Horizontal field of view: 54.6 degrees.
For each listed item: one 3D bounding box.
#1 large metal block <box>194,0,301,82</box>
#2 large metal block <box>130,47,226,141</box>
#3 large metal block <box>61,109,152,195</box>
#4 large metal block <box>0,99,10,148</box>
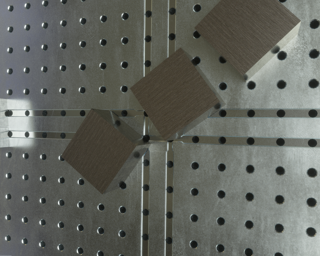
[{"bbox_3d":[0.102,-0.114,0.364,0.080,0.050,0.080,-44,76,14],"label":"large metal block"},{"bbox_3d":[0.024,-0.040,0.391,0.080,0.050,0.080,-37,78,16],"label":"large metal block"},{"bbox_3d":[-0.073,0.030,0.426,0.080,0.050,0.080,38,102,16],"label":"large metal block"},{"bbox_3d":[-0.299,-0.005,0.506,0.080,0.050,0.080,-5,88,20],"label":"large metal block"}]
